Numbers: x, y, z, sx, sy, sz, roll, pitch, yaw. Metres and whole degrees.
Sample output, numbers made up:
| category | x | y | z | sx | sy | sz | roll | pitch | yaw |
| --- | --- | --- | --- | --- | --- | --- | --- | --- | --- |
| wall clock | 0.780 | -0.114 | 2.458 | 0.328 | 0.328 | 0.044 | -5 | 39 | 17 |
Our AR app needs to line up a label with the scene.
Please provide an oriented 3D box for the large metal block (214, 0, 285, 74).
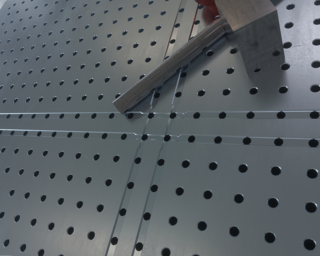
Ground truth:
| category | x | y | z | sx | sy | sz | roll | pitch | yaw |
| --- | --- | --- | --- | --- | --- | --- | --- | --- | --- |
| large metal block | 0.113 | -0.130 | 0.394 | 0.050 | 0.080 | 0.080 | -24 | 53 | 13 |

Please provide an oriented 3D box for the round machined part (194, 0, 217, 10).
| category | x | y | z | sx | sy | sz | roll | pitch | yaw |
| --- | --- | --- | --- | --- | --- | --- | --- | --- | --- |
| round machined part | 0.097 | -0.226 | 0.485 | 0.098 | 0.042 | 0.098 | -13 | 56 | 21 |

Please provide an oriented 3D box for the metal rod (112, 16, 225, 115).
| category | x | y | z | sx | sy | sz | roll | pitch | yaw |
| --- | --- | --- | --- | --- | --- | --- | --- | --- | --- |
| metal rod | 0.055 | -0.122 | 0.453 | 0.300 | 0.025 | 0.025 | -38 | 51 | 2 |
